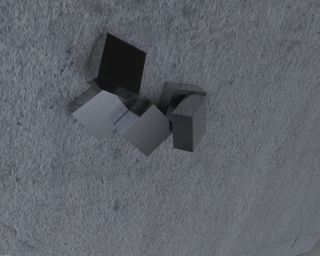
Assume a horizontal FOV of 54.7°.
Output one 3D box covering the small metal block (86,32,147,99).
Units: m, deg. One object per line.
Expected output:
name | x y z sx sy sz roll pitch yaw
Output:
small metal block | -0.046 -0.064 0.330 0.050 0.025 0.050 20 71 -36

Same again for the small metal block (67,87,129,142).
small metal block | -0.069 -0.021 0.358 0.050 0.025 0.050 -38 130 -3

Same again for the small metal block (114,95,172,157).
small metal block | -0.016 -0.002 0.366 0.050 0.025 0.050 -44 130 2

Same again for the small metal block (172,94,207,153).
small metal block | 0.037 -0.007 0.377 0.050 0.025 0.050 -51 145 -48

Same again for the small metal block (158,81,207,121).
small metal block | 0.027 -0.031 0.406 0.050 0.025 0.050 2 118 -30
